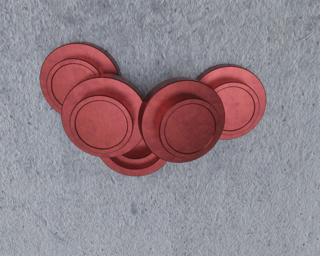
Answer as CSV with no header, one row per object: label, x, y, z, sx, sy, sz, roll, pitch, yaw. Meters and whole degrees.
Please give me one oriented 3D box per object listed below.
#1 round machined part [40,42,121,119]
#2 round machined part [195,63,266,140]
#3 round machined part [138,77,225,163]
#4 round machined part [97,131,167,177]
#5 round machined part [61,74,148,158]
round machined part,-0.098,-0.054,0.380,0.099,0.042,0.097,0,110,-1
round machined part,0.086,-0.030,0.392,0.099,0.042,0.097,0,110,-1
round machined part,0.027,-0.005,0.345,0.099,0.042,0.097,-5,109,-13
round machined part,-0.032,0.011,0.405,0.099,0.042,0.097,0,110,-1
round machined part,-0.063,-0.010,0.352,0.099,0.042,0.097,0,110,-1
